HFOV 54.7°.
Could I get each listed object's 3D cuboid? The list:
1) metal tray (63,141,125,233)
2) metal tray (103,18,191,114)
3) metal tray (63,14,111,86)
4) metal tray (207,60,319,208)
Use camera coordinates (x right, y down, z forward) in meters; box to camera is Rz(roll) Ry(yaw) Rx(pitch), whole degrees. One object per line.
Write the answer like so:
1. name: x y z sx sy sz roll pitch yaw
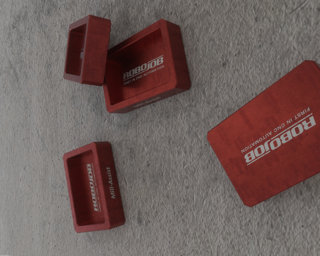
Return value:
1. metal tray: -0.107 0.094 0.489 0.090 0.030 0.129 -20 77 38
2. metal tray: -0.026 -0.078 0.422 0.130 0.030 0.090 -16 80 38
3. metal tray: -0.113 -0.113 0.464 0.130 0.030 0.089 22 105 60
4. metal tray: 0.119 0.009 0.303 0.129 0.030 0.090 -40 66 32
